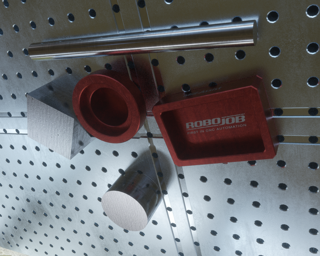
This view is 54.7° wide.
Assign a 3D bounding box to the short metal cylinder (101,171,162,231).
[{"bbox_3d":[-0.044,0.115,0.490,0.080,0.050,0.079,13,124,21],"label":"short metal cylinder"}]

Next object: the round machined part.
[{"bbox_3d":[-0.063,-0.031,0.412,0.098,0.042,0.097,11,122,18],"label":"round machined part"}]

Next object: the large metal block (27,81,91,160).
[{"bbox_3d":[-0.150,-0.012,0.467,0.080,0.050,0.079,26,128,12],"label":"large metal block"}]

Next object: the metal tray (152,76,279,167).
[{"bbox_3d":[0.065,-0.003,0.372,0.130,0.030,0.090,-10,114,32],"label":"metal tray"}]

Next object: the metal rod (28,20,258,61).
[{"bbox_3d":[-0.041,-0.100,0.370,0.301,0.025,0.025,3,120,26],"label":"metal rod"}]
